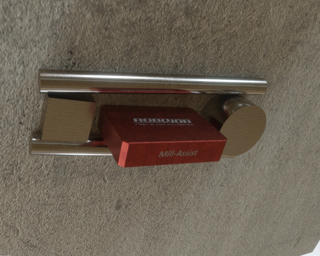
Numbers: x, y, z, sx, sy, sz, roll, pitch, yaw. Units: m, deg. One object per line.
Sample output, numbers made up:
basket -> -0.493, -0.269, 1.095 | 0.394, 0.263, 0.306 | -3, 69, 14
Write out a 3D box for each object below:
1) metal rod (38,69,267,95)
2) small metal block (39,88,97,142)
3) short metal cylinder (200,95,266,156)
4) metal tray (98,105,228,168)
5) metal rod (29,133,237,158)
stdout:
metal rod -> 0.012, -0.054, 0.382 | 0.303, 0.025, 0.025 | -3, 120, -27
small metal block -> -0.103, -0.013, 0.344 | 0.050, 0.025, 0.050 | 4, 116, -31
short metal cylinder -> 0.103, -0.007, 0.444 | 0.081, 0.050, 0.079 | -14, 124, -21
metal tray -> 0.002, 0.006, 0.369 | 0.131, 0.090, 0.030 | 0, 118, -28
metal rod -> -0.012, 0.026, 0.418 | 0.302, 0.025, 0.025 | 4, 117, -30
